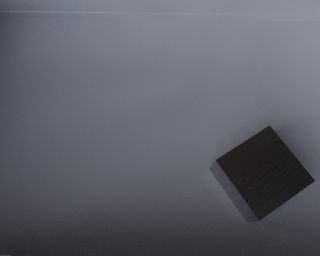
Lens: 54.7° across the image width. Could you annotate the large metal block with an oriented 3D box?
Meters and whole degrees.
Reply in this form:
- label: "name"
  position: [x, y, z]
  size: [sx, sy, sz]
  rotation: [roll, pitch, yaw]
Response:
- label: "large metal block"
  position: [0.120, 0.057, 0.376]
  size: [0.080, 0.050, 0.080]
  rotation: [-31, 73, -11]
